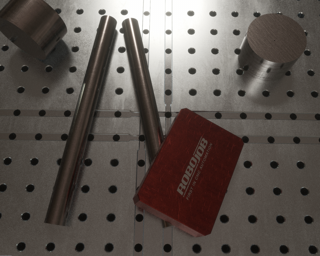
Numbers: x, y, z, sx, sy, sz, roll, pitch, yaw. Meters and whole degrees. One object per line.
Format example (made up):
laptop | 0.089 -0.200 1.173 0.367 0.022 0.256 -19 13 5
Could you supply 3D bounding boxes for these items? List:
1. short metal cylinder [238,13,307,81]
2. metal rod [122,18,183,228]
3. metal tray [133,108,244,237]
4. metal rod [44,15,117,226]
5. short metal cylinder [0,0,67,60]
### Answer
short metal cylinder | 0.158 -0.114 0.442 0.081 0.050 0.080 0 70 0
metal rod | -0.015 -0.021 0.419 0.025 0.025 0.299 -11 70 -4
metal tray | 0.037 0.050 0.372 0.090 0.030 0.130 29 63 -2
metal rod | -0.101 -0.024 0.419 0.025 0.025 0.299 9 70 3
short metal cylinder | -0.179 -0.142 0.432 0.080 0.080 0.050 28 73 9
